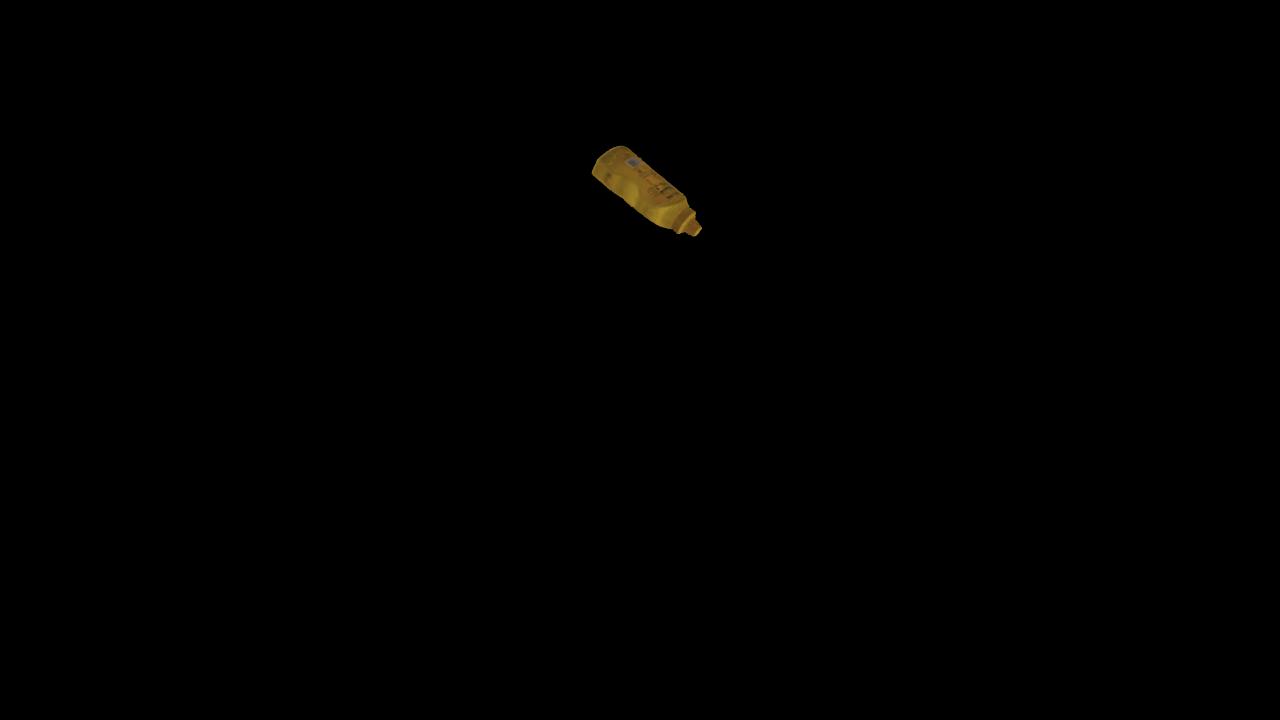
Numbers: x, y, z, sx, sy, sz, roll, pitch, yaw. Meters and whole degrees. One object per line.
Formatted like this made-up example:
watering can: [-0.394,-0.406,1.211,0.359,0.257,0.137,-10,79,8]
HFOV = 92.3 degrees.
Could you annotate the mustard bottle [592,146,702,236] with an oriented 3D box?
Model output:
mustard bottle: [0.020,-0.251,0.939,0.184,0.054,0.092,41,36,8]
